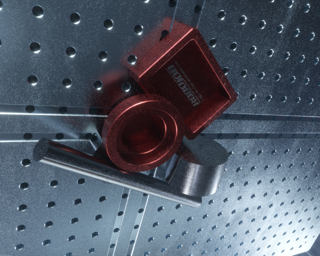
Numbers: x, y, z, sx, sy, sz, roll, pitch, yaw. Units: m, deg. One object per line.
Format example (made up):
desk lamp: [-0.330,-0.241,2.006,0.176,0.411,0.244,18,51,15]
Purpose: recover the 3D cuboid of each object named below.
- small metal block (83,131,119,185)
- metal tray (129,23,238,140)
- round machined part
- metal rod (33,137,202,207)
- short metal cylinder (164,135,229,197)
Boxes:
small metal block: [-0.072,0.039,0.398,0.050,0.025,0.050,32,100,-39]
metal tray: [0.035,-0.054,0.394,0.090,0.030,0.130,-43,129,0]
round machined part: [-0.023,0.002,0.380,0.099,0.042,0.097,-13,123,-20]
metal rod: [-0.029,0.072,0.415,0.025,0.025,0.301,-51,138,8]
short metal cylinder: [0.050,0.050,0.434,0.081,0.080,0.050,-4,120,-27]
